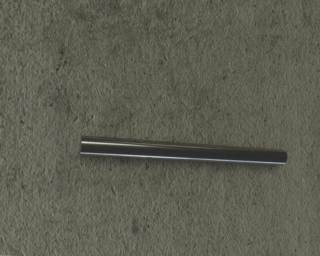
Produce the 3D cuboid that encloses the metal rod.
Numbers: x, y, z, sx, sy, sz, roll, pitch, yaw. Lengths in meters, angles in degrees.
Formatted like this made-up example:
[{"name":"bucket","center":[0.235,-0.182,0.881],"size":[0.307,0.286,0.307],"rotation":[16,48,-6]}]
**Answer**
[{"name":"metal rod","center":[0.045,0.033,0.425],"size":[0.302,0.025,0.025],"rotation":[5,89,-20]}]
